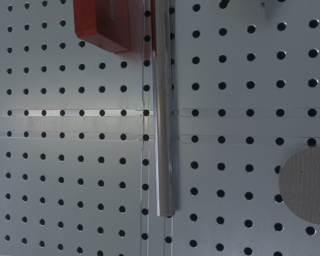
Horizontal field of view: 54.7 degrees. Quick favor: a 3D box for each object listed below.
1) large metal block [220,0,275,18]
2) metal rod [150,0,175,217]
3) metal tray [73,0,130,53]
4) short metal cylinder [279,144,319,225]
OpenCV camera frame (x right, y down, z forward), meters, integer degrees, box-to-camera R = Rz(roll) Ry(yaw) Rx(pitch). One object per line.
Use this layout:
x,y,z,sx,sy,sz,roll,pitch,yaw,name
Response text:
0.106,-0.188,0.362,0.080,0.050,0.080,30,100,17,large metal block
0.004,-0.035,0.411,0.025,0.025,0.298,-2,89,20,metal rod
-0.075,-0.173,0.404,0.030,0.090,0.129,-4,89,20,metal tray
0.172,0.059,0.338,0.080,0.050,0.079,0,90,20,short metal cylinder
